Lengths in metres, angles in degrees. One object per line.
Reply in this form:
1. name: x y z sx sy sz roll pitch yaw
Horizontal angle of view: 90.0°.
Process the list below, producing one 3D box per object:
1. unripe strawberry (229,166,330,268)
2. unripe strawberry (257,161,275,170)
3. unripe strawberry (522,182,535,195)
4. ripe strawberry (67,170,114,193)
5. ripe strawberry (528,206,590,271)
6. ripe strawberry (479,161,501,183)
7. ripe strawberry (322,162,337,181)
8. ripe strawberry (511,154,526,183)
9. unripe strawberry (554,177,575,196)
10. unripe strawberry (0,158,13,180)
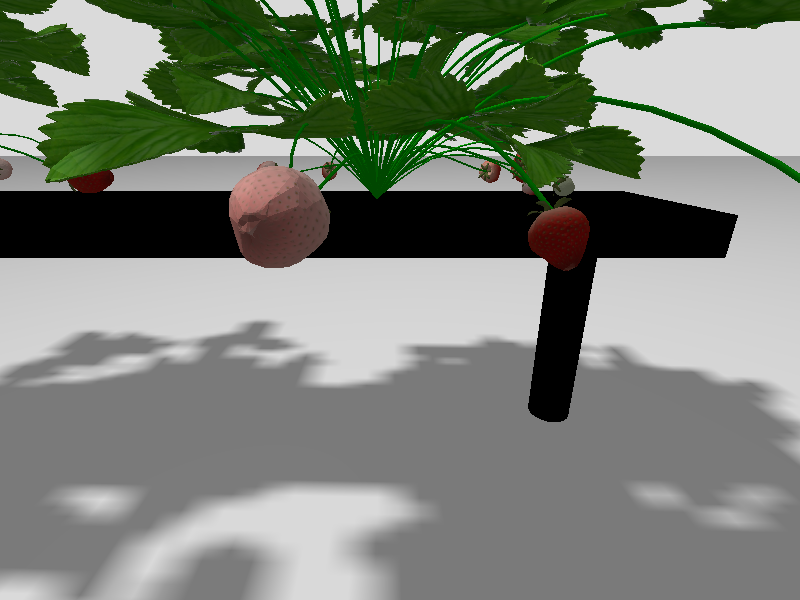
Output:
1. unripe strawberry: -0.045 -0.029 0.146 0.036 0.038 0.038 3 22 7
2. unripe strawberry: -0.137 -0.130 0.414 0.026 0.027 0.024 14 25 33
3. unripe strawberry: 0.117 -0.100 0.358 0.015 0.013 0.015 37 11 -20
4. ripe strawberry: -0.279 -0.112 0.361 0.035 0.030 0.035 -2 21 -7
5. ripe strawberry: 0.060 -0.022 0.150 0.021 0.023 0.022 -8 -17 -20
6. ripe strawberry: 0.112 -0.158 0.492 0.025 0.027 0.027 16 26 35
7. ripe strawberry: -0.088 -0.159 0.496 0.019 0.022 0.021 -8 -3 -20
8. ripe strawberry: 0.156 -0.160 0.483 0.040 0.039 0.037 -17 27 -39
9. unripe strawberry: 0.147 -0.101 0.357 0.018 0.017 0.016 13 19 -12
10. unripe strawberry: -0.525 -0.173 0.527 0.027 0.028 0.029 -6 10 -14
